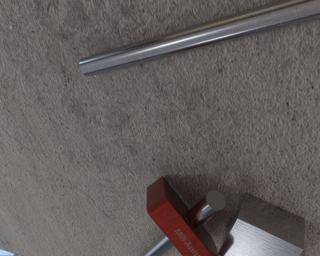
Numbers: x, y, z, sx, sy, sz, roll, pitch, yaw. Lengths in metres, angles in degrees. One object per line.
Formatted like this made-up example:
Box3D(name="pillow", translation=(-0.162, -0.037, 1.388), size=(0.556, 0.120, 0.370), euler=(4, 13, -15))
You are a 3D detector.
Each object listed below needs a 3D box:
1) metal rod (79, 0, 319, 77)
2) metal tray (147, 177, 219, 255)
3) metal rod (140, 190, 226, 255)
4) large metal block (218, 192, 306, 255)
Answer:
Box3D(name="metal rod", translation=(0.032, -0.095, 0.330), size=(0.300, 0.025, 0.025), euler=(-7, 115, 30))
Box3D(name="metal tray", translation=(0.033, 0.137, 0.428), size=(0.030, 0.090, 0.130), euler=(-37, 98, 3))
Box3D(name="metal rod", translation=(0.015, 0.169, 0.470), size=(0.025, 0.025, 0.298), euler=(35, 139, 4))
Box3D(name="large metal block", translation=(0.133, 0.145, 0.410), size=(0.080, 0.050, 0.079), euler=(23, 127, 13))
